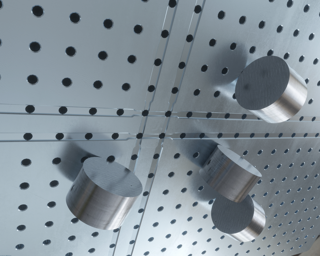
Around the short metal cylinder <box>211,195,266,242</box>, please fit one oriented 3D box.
[{"bbox_3d":[0.139,0.155,0.550,0.080,0.080,0.050,-46,130,4],"label":"short metal cylinder"}]

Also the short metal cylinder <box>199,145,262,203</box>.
[{"bbox_3d":[0.109,0.070,0.481,0.080,0.080,0.050,24,106,-37],"label":"short metal cylinder"}]

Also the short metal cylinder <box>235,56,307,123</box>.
[{"bbox_3d":[0.153,-0.052,0.429,0.050,0.080,0.080,25,105,-37],"label":"short metal cylinder"}]

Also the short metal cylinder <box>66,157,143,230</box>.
[{"bbox_3d":[-0.069,0.080,0.389,0.081,0.080,0.050,19,108,-36],"label":"short metal cylinder"}]
